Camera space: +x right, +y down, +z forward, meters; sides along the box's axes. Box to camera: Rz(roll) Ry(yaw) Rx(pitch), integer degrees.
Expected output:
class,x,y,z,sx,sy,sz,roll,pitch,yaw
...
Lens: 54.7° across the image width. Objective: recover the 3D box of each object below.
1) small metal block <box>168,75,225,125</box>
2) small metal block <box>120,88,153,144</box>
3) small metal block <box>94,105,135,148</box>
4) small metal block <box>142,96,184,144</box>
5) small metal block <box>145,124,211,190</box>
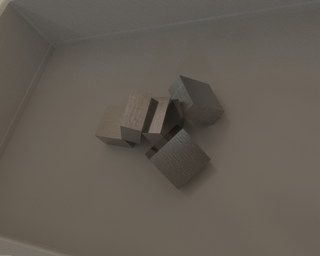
class,x,y,z,sx,sy,sz,roll,pitch,yaw
small metal block,0.044,-0.034,0.381,0.025,0.050,0.050,-52,44,34
small metal block,-0.030,-0.013,0.387,0.025,0.050,0.050,15,69,0
small metal block,-0.055,-0.003,0.432,0.050,0.025,0.050,7,65,31
small metal block,0.006,-0.004,0.387,0.025,0.050,0.050,1,62,28
small metal block,0.020,0.033,0.353,0.050,0.050,0.025,-43,16,-3
